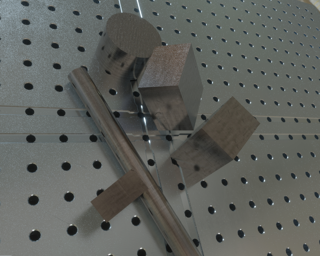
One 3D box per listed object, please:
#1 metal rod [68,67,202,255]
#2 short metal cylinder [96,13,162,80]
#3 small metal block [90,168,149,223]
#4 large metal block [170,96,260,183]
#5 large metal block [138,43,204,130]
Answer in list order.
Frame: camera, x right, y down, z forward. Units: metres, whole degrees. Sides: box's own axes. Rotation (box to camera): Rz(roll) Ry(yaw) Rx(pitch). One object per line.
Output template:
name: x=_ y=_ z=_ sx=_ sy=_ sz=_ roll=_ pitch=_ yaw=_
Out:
metal rod: x=-0.026 y=0.053 z=0.362 sx=0.025 sy=0.025 sz=0.299 roll=-24 pitch=75 yaw=-37
short metal cylinder: x=-0.044 y=-0.116 z=0.440 sx=0.081 sy=0.050 sz=0.080 roll=14 pitch=56 yaw=-21
small metal block: x=-0.039 y=0.068 z=0.319 sx=0.050 sy=0.050 sz=0.025 roll=-38 pitch=83 yaw=-8
large metal block: x=0.071 y=0.016 z=0.403 sx=0.050 sy=0.080 sz=0.080 roll=46 pitch=51 yaw=3
large metal block: x=0.019 y=-0.053 z=0.409 sx=0.050 sy=0.080 sz=0.080 roll=0 pitch=50 yaw=22
